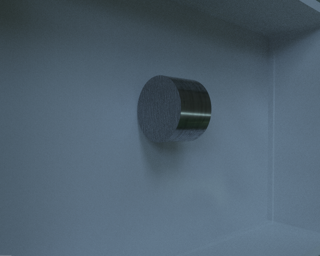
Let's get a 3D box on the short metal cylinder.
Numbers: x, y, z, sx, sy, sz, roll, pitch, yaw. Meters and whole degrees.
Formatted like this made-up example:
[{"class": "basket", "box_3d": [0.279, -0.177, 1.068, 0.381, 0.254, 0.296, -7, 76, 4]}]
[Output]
[{"class": "short metal cylinder", "box_3d": [0.016, -0.023, 0.383, 0.050, 0.080, 0.079, 0, 90, -40]}]
